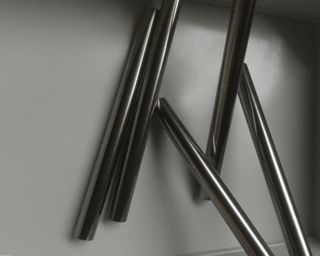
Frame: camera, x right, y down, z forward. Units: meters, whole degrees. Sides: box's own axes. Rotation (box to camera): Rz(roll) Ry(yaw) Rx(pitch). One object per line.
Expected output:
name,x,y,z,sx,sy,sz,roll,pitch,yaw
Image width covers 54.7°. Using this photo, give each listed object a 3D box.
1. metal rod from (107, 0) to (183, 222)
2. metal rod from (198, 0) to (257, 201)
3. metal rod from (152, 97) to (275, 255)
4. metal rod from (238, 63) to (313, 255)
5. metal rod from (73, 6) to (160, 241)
metal rod,-0.017,-0.030,0.391,0.025,0.025,0.298,14,90,-20
metal rod,0.081,-0.042,0.379,0.025,0.025,0.298,-3,115,-20
metal rod,0.076,0.087,0.368,0.025,0.025,0.299,-28,72,-18
metal rod,0.143,0.048,0.400,0.025,0.025,0.299,-3,67,-20
metal rod,-0.051,-0.010,0.391,0.025,0.025,0.299,18,84,-19
